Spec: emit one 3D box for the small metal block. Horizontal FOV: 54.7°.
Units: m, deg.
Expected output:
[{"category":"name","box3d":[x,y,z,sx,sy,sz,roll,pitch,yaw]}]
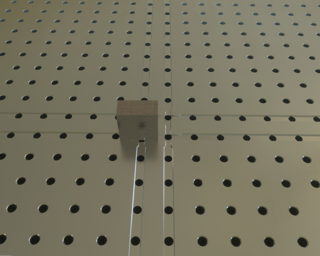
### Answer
[{"category":"small metal block","box3d":[-0.028,-0.009,0.399,0.050,0.050,0.025,0,50,-1]}]
